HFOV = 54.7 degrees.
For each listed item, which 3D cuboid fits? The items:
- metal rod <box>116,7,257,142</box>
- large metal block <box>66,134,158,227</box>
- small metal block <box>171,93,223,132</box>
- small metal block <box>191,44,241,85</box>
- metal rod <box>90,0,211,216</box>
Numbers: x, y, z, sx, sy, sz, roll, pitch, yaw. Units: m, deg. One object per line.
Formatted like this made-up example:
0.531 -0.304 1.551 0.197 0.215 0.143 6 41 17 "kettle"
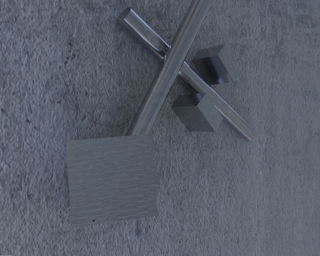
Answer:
0.057 -0.061 0.454 0.301 0.025 0.025 36 68 -34 "metal rod"
-0.050 0.052 0.319 0.081 0.050 0.080 -5 83 -10 "large metal block"
0.052 -0.021 0.434 0.050 0.050 0.025 51 60 -28 "small metal block"
0.084 -0.093 0.461 0.050 0.050 0.025 51 60 -29 "small metal block"
-0.008 -0.032 0.377 0.025 0.025 0.299 33 76 -36 "metal rod"
